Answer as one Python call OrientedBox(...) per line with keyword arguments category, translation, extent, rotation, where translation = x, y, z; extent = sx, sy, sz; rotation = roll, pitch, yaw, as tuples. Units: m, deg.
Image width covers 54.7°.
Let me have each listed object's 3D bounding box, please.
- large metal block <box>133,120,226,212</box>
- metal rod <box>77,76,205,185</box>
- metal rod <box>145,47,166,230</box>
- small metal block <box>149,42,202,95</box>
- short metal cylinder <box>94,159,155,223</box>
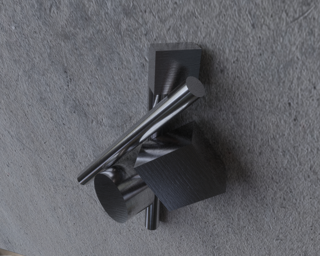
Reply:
OrientedBox(category="large metal block", translation=(0.027, 0.049, 0.389), extent=(0.080, 0.050, 0.080), rotation=(-26, 114, 24))
OrientedBox(category="metal rod", translation=(-0.047, 0.022, 0.424), extent=(0.025, 0.025, 0.299), rotation=(47, 136, -5))
OrientedBox(category="metal rod", translation=(-0.007, 0.035, 0.433), extent=(0.025, 0.025, 0.298), rotation=(16, 125, 19))
OrientedBox(category="small metal block", translation=(0.016, -0.066, 0.343), extent=(0.050, 0.025, 0.050), rotation=(-6, 123, -14))
OrientedBox(category="short metal cylinder", translation=(-0.054, 0.093, 0.462), extent=(0.080, 0.050, 0.079), rotation=(27, 129, 39))
